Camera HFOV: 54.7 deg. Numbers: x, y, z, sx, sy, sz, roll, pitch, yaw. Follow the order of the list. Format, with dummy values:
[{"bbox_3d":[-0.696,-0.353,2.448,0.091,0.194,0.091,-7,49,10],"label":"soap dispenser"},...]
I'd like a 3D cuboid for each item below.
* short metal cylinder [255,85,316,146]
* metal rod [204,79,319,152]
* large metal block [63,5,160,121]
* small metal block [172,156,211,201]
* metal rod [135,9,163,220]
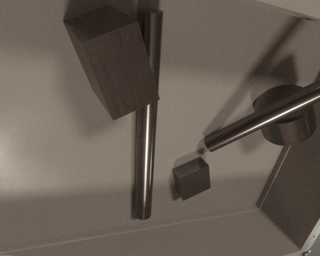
[{"bbox_3d":[0.189,-0.020,0.467,0.080,0.080,0.050,-36,130,-5],"label":"short metal cylinder"},{"bbox_3d":[0.192,-0.041,0.406,0.300,0.025,0.025,-29,135,25],"label":"metal rod"},{"bbox_3d":[-0.048,-0.067,0.306,0.050,0.080,0.080,-26,128,-13],"label":"large metal block"},{"bbox_3d":[0.050,0.080,0.488,0.050,0.025,0.050,-22,127,-16],"label":"small metal block"},{"bbox_3d":[-0.018,0.004,0.403,0.025,0.025,0.298,-11,123,-23],"label":"metal rod"}]
